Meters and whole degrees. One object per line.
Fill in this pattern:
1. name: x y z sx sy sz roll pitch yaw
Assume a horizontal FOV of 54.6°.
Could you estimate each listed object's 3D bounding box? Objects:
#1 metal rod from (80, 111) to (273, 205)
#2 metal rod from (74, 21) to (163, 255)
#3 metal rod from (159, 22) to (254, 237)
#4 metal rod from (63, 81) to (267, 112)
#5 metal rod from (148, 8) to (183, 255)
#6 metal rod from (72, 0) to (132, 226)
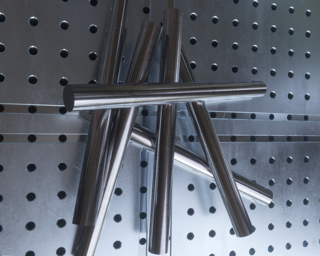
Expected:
1. metal rod: 0.035 0.041 0.425 0.301 0.025 0.025 27 81 -18
2. metal rod: -0.051 0.023 0.370 0.025 0.025 0.299 16 94 -19
3. metal rod: 0.060 0.001 0.414 0.025 0.025 0.299 -21 90 -19
4. metal rod: 0.034 -0.043 0.374 0.302 0.025 0.025 -8 93 -39
5. metal rod: 0.007 0.004 0.387 0.025 0.025 0.298 4 89 -20
6. metal rod: -0.063 -0.041 0.365 0.025 0.025 0.299 12 77 -20
